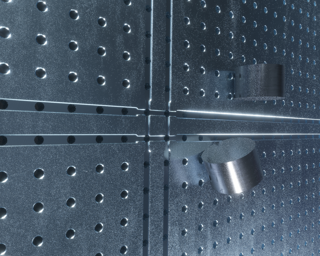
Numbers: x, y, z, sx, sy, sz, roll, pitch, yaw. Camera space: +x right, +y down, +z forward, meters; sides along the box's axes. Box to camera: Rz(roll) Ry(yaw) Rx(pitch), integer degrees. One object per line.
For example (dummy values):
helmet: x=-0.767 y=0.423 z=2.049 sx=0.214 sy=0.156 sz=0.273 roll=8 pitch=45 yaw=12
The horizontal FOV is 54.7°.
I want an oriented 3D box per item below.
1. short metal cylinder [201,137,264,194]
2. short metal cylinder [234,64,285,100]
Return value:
short metal cylinder: x=0.108 y=0.055 z=0.464 sx=0.081 sy=0.080 sz=0.050 roll=-32 pitch=110 yaw=-35
short metal cylinder: x=0.163 y=-0.073 z=0.509 sx=0.081 sy=0.080 sz=0.050 roll=0 pitch=90 yaw=-40
